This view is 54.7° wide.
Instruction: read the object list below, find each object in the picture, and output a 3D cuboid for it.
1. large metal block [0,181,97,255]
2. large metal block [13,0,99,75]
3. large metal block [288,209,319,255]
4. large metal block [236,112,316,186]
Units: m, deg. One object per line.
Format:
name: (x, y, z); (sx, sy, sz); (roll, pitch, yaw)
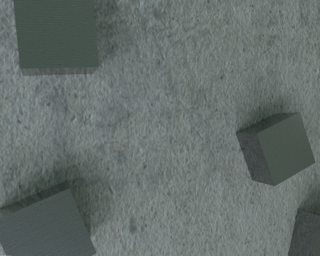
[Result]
large metal block: (-0.128, 0.116, 0.349); (0.081, 0.050, 0.080); (-22, 98, -19)
large metal block: (-0.117, -0.104, 0.353); (0.081, 0.050, 0.079); (-5, 92, -20)
large metal block: (0.262, 0.181, 0.495); (0.081, 0.050, 0.080); (16, 85, -20)
large metal block: (0.172, 0.029, 0.461); (0.081, 0.050, 0.080); (-24, 98, -19)
